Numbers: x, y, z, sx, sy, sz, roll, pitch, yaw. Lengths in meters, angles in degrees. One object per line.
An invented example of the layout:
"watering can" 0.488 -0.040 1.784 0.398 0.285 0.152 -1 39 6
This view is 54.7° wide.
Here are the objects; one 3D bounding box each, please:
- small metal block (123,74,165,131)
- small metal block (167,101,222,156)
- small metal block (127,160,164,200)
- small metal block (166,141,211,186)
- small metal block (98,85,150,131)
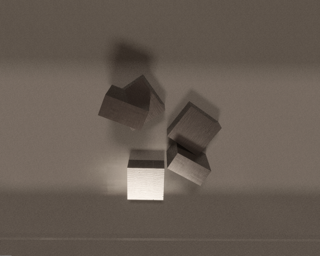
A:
"small metal block" -0.028 -0.033 0.399 0.050 0.025 0.050 -33 107 11
"small metal block" 0.045 0.001 0.412 0.050 0.025 0.050 34 106 -12
"small metal block" -0.020 0.073 0.438 0.050 0.025 0.050 1 110 -1
"small metal block" 0.037 0.044 0.415 0.050 0.050 0.025 29 108 -11
"small metal block" -0.040 -0.025 0.362 0.050 0.050 0.025 21 109 -8
